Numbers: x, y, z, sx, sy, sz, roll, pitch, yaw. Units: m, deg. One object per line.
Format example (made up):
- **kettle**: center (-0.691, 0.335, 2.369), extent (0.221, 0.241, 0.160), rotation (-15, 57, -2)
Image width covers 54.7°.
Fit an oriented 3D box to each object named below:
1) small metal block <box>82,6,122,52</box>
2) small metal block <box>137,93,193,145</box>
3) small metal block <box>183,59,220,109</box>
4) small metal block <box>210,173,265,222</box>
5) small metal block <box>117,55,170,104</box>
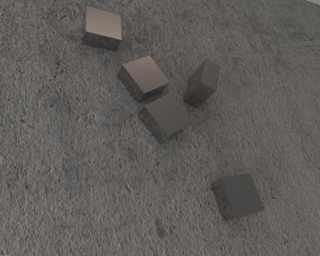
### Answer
- **small metal block**: center (-0.084, -0.142, 0.445), extent (0.050, 0.025, 0.050), rotation (7, 59, -24)
- **small metal block**: center (0.007, -0.013, 0.415), extent (0.050, 0.025, 0.050), rotation (-30, 79, -38)
- **small metal block**: center (0.062, -0.065, 0.461), extent (0.025, 0.050, 0.050), rotation (26, 53, -13)
- **small metal block**: center (0.100, 0.089, 0.403), extent (0.050, 0.025, 0.050), rotation (-2, 63, -29)
- **small metal block**: center (-0.023, -0.069, 0.433), extent (0.050, 0.025, 0.050), rotation (-30, 78, -38)
